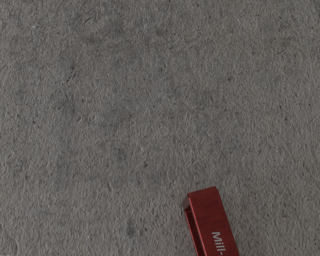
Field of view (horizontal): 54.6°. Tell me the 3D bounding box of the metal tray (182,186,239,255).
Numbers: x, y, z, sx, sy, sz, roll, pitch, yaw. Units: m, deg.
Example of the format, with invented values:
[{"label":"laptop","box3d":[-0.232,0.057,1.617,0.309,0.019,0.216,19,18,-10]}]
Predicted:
[{"label":"metal tray","box3d":[0.058,0.134,0.325,0.030,0.090,0.130,-14,71,-5]}]
